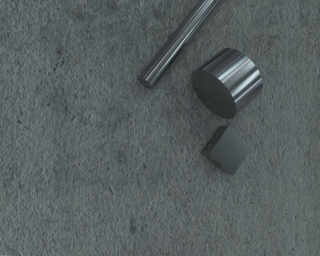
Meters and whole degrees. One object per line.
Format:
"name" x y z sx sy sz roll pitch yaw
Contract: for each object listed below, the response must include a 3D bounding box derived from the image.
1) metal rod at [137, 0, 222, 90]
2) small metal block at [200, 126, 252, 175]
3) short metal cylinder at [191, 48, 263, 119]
"metal rod" 0.069 -0.175 0.435 0.025 0.025 0.300 40 77 -16
"small metal block" 0.096 0.032 0.446 0.050 0.025 0.050 40 77 -16
"short metal cylinder" 0.088 -0.059 0.414 0.050 0.080 0.080 -40 103 -16
